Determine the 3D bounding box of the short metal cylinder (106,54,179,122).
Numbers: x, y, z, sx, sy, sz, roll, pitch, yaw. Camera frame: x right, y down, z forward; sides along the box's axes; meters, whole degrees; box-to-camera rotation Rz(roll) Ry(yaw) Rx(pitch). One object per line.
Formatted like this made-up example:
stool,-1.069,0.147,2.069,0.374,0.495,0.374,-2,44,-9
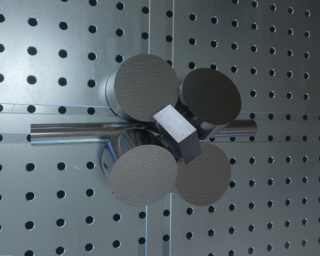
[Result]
short metal cylinder,-0.023,-0.047,0.387,0.081,0.050,0.079,0,90,-20

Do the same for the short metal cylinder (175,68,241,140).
short metal cylinder,0.057,-0.030,0.403,0.081,0.050,0.080,8,64,-16

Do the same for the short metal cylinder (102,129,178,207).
short metal cylinder,-0.026,0.047,0.373,0.081,0.050,0.079,-8,113,-18

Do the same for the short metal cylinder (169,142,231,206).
short metal cylinder,0.046,0.058,0.413,0.081,0.050,0.079,0,90,-20

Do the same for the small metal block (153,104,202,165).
small metal block,0.021,0.008,0.365,0.025,0.050,0.050,-36,144,-11

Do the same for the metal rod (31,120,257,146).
metal rod,-0.006,0.004,0.406,0.303,0.025,0.025,-2,91,-20
